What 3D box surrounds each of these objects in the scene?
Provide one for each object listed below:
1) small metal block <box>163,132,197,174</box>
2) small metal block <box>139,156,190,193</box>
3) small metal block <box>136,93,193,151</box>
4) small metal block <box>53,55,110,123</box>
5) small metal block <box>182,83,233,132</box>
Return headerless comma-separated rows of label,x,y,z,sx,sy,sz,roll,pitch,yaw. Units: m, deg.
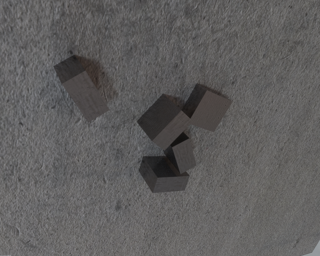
small metal block,0.022,0.025,0.418,0.025,0.050,0.050,-27,128,-12
small metal block,0.005,0.063,0.433,0.050,0.050,0.025,2,117,-30
small metal block,0.005,-0.008,0.388,0.050,0.050,0.025,-46,129,4
small metal block,-0.081,-0.041,0.320,0.025,0.050,0.050,-32,129,-8
small metal block,0.063,-0.027,0.424,0.050,0.025,0.050,17,109,-35
